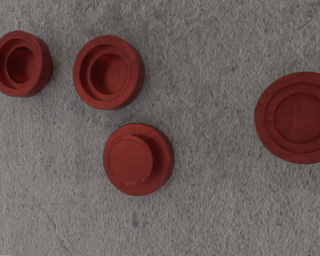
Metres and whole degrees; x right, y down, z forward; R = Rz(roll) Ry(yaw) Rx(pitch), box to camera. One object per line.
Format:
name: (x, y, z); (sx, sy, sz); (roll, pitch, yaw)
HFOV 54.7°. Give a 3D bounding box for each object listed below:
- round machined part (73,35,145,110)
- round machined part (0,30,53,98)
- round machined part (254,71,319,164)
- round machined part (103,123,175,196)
round machined part: (-0.065, -0.073, 0.423); (0.098, 0.042, 0.097); (0, 90, 20)
round machined part: (-0.204, -0.094, 0.472); (0.098, 0.042, 0.097); (0, 90, 20)
round machined part: (0.157, -0.011, 0.344); (0.098, 0.042, 0.097); (0, 90, 20)
round machined part: (-0.034, 0.042, 0.412); (0.098, 0.042, 0.097); (0, 90, 20)
